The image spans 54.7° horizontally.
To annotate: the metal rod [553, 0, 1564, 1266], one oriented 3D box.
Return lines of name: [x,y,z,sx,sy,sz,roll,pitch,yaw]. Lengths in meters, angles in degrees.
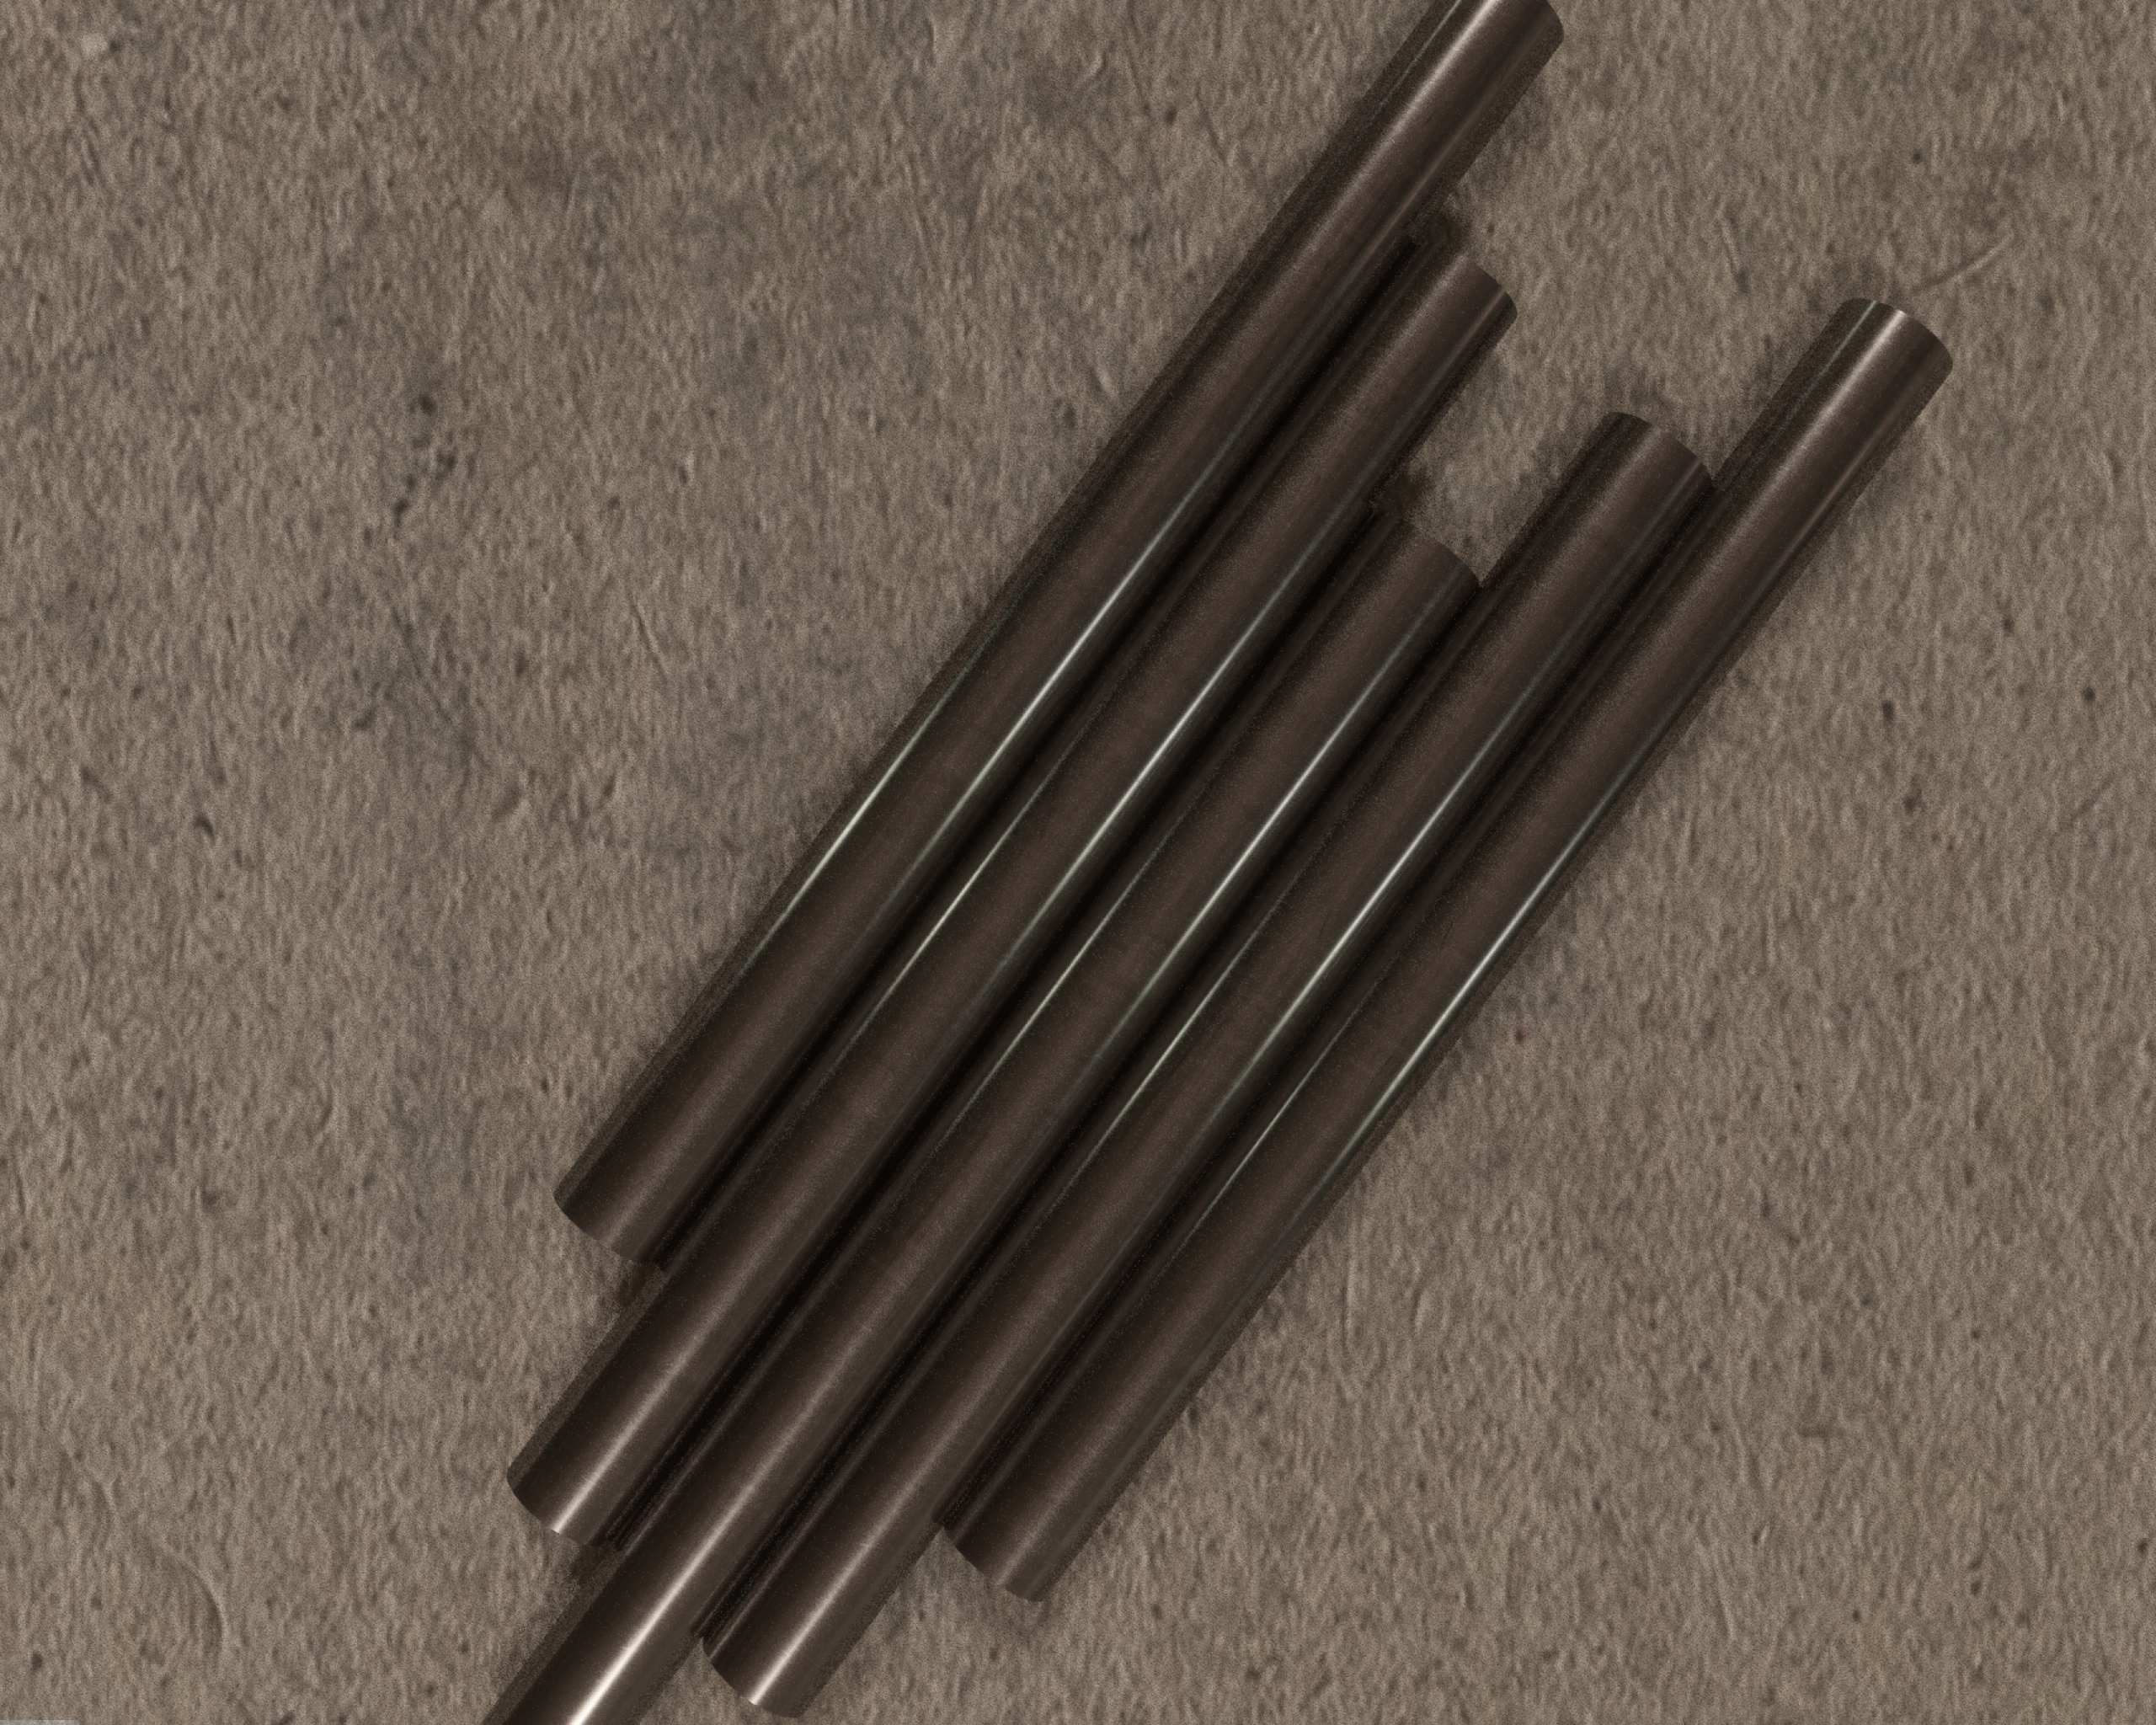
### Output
metal rod: [-0.004,-0.049,0.411,0.025,0.025,0.299,36,90,-1]

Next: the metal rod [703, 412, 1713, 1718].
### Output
metal rod: [0.026,0.039,0.411,0.025,0.025,0.299,36,90,-1]

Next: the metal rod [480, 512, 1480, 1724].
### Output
metal rod: [-0.020,0.059,0.411,0.025,0.025,0.299,36,90,-1]

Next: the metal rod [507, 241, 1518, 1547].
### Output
metal rod: [-0.013,0.006,0.411,0.025,0.025,0.299,36,90,-1]

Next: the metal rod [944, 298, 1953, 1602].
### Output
metal rod: [0.073,0.017,0.412,0.025,0.025,0.299,36,90,-1]
